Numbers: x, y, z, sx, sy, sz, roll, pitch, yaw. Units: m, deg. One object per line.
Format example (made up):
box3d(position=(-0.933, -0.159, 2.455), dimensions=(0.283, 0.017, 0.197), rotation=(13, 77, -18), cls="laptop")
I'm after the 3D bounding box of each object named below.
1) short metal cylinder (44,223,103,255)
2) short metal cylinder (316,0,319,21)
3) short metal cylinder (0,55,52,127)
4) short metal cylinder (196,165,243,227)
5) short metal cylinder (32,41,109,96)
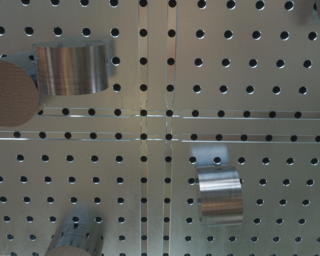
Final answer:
box3d(position=(-0.131, 0.193, 0.470), dimensions=(0.081, 0.050, 0.079), rotation=(0, 110, 0), cls="short metal cylinder")
box3d(position=(0.211, -0.149, 0.331), dimensions=(0.050, 0.080, 0.079), rotation=(-5, 110, 2), cls="short metal cylinder")
box3d(position=(-0.181, -0.047, 0.381), dimensions=(0.081, 0.050, 0.079), rotation=(0, 110, 0), cls="short metal cylinder")
box3d(position=(0.077, 0.091, 0.418), dimensions=(0.050, 0.080, 0.079), rotation=(-4, 110, 2), cls="short metal cylinder")
box3d(position=(-0.101, -0.071, 0.357), dimensions=(0.081, 0.080, 0.050), rotation=(0, 110, 0), cls="short metal cylinder")
